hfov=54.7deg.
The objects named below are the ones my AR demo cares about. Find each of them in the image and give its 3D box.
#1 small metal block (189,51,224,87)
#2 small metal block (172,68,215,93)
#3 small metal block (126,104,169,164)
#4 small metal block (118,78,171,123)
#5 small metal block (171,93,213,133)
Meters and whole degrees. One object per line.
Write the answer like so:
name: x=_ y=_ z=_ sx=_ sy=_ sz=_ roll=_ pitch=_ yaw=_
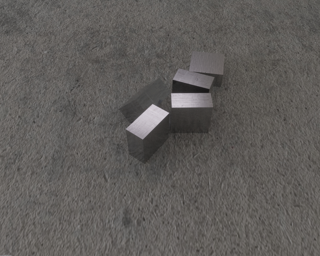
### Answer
small metal block: x=0.072 y=-0.092 z=0.481 sx=0.050 sy=0.025 sz=0.050 roll=7 pitch=50 yaw=6
small metal block: x=0.045 y=-0.050 z=0.429 sx=0.050 sy=0.050 sz=0.025 roll=17 pitch=52 yaw=13
small metal block: x=-0.014 y=0.008 z=0.380 sx=0.025 sy=0.050 sz=0.050 roll=30 pitch=56 yaw=22
small metal block: x=-0.021 y=-0.036 z=0.414 sx=0.025 sy=0.050 sz=0.050 roll=51 pitch=58 yaw=-12
small metal block: x=0.039 y=-0.019 z=0.403 sx=0.050 sy=0.050 sz=0.025 roll=-1 pitch=50 yaw=-1
